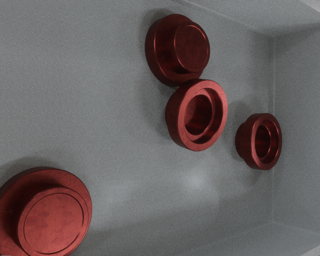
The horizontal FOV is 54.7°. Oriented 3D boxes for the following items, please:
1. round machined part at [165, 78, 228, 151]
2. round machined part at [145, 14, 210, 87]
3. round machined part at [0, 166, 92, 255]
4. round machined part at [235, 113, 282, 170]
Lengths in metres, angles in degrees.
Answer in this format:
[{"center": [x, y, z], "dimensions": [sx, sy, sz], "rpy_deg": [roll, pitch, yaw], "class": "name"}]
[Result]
[{"center": [0.046, -0.020, 0.428], "dimensions": [0.099, 0.042, 0.097], "rpy_deg": [-12, 110, -38], "class": "round machined part"}, {"center": [0.031, -0.107, 0.423], "dimensions": [0.099, 0.042, 0.097], "rpy_deg": [0, 90, -40], "class": "round machined part"}, {"center": [-0.111, 0.089, 0.304], "dimensions": [0.099, 0.042, 0.097], "rpy_deg": [0, 90, -40], "class": "round machined part"}, {"center": [0.169, 0.023, 0.540], "dimensions": [0.099, 0.042, 0.097], "rpy_deg": [0, 90, -40], "class": "round machined part"}]
